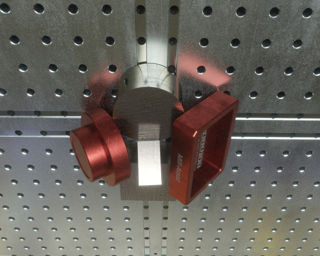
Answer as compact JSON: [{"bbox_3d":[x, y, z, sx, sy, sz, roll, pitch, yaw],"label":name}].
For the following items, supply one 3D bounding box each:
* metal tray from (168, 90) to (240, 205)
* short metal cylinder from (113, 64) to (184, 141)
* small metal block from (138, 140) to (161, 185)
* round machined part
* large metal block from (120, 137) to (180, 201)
[{"bbox_3d":[0.054,0.027,0.394,0.030,0.091,0.129,32,139,31],"label":"metal tray"},{"bbox_3d":[-0.013,-0.029,0.369,0.081,0.050,0.079,0,130,0],"label":"short metal cylinder"},{"bbox_3d":[-0.013,0.043,0.376,0.025,0.050,0.050,-2,172,-2],"label":"small metal block"},{"bbox_3d":[-0.078,0.028,0.381,0.042,0.098,0.097,-22,136,-26],"label":"round machined part"},{"bbox_3d":[-0.015,0.060,0.446,0.081,0.050,0.079,2,130,-2],"label":"large metal block"}]
